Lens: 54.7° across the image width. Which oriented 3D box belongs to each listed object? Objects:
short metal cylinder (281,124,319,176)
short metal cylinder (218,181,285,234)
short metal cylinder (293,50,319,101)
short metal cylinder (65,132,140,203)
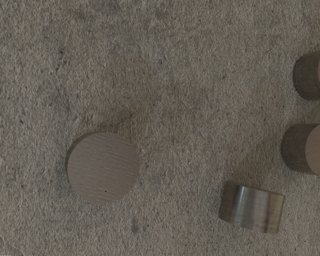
[{"bbox_3d":[0.239,0.032,0.484,0.081,0.050,0.080,0,90,-20],"label":"short metal cylinder"},{"bbox_3d":[0.125,0.107,0.426,0.081,0.080,0.050,15,85,-20],"label":"short metal cylinder"},{"bbox_3d":[0.261,-0.084,0.491,0.081,0.050,0.080,0,90,-20],"label":"short metal cylinder"},{"bbox_3d":[-0.070,0.044,0.370,0.081,0.050,0.080,0,90,-20],"label":"short metal cylinder"}]
